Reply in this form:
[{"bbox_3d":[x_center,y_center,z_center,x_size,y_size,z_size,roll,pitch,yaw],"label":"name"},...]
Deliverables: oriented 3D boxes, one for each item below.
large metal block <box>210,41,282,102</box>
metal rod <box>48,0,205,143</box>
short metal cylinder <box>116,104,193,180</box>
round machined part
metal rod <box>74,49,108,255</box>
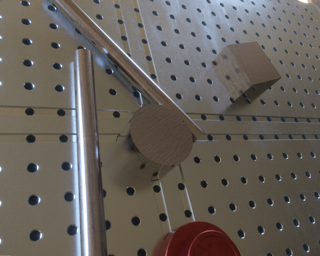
[{"bbox_3d":[0.148,-0.099,0.535,0.081,0.050,0.080,-17,71,-35],"label":"large metal block"},{"bbox_3d":[-0.052,-0.092,0.437,0.300,0.025,0.025,45,51,3],"label":"metal rod"},{"bbox_3d":[-0.007,0.018,0.379,0.081,0.050,0.080,14,56,-21],"label":"short metal cylinder"},{"bbox_3d":[0.050,0.150,0.335,0.099,0.042,0.098,14,56,-21],"label":"round machined part"},{"bbox_3d":[-0.079,0.034,0.345,0.025,0.025,0.299,5,60,-26],"label":"metal rod"}]
